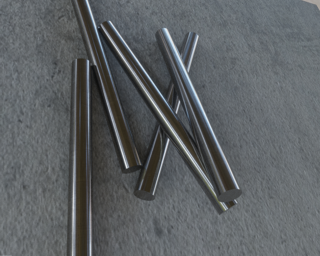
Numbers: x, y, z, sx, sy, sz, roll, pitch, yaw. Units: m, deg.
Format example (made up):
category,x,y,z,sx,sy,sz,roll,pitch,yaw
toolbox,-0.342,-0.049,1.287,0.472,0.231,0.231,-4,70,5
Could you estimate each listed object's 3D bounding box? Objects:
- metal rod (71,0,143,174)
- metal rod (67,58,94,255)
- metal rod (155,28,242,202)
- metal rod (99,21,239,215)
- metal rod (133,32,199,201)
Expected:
category,x,y,z,sx,sy,sz,roll,pitch,yaw
metal rod,-0.080,-0.083,0.412,0.025,0.025,0.299,-6,65,-31
metal rod,-0.084,0.049,0.329,0.025,0.025,0.299,7,59,-25
metal rod,0.037,-0.042,0.403,0.025,0.025,0.300,7,44,-25
metal rod,-0.001,-0.028,0.392,0.025,0.025,0.299,-17,64,-35
metal rod,0.018,-0.039,0.438,0.025,0.025,0.300,27,52,-12
